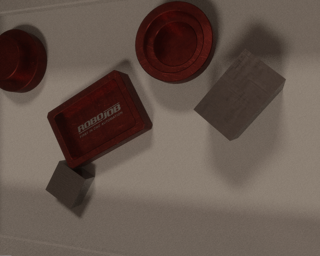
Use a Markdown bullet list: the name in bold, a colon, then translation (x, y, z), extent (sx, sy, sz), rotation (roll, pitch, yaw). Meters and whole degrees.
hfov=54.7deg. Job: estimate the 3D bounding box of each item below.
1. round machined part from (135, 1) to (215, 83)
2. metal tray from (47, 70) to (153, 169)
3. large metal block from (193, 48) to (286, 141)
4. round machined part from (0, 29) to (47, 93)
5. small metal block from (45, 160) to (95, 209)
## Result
- **round machined part**: translation (0.022, -0.105, 0.393), extent (0.098, 0.042, 0.097), rotation (0, 90, 19)
- **metal tray**: translation (-0.087, -0.010, 0.437), extent (0.130, 0.030, 0.090), rotation (-29, 81, 17)
- **large metal block**: translation (0.091, -0.033, 0.349), extent (0.050, 0.080, 0.080), rotation (43, 103, 14)
- **round machined part**: translation (-0.230, -0.105, 0.480), extent (0.098, 0.042, 0.097), rotation (0, 90, 19)
- **small metal block**: translation (-0.132, 0.081, 0.456), extent (0.050, 0.025, 0.050), rotation (31, 100, 17)
